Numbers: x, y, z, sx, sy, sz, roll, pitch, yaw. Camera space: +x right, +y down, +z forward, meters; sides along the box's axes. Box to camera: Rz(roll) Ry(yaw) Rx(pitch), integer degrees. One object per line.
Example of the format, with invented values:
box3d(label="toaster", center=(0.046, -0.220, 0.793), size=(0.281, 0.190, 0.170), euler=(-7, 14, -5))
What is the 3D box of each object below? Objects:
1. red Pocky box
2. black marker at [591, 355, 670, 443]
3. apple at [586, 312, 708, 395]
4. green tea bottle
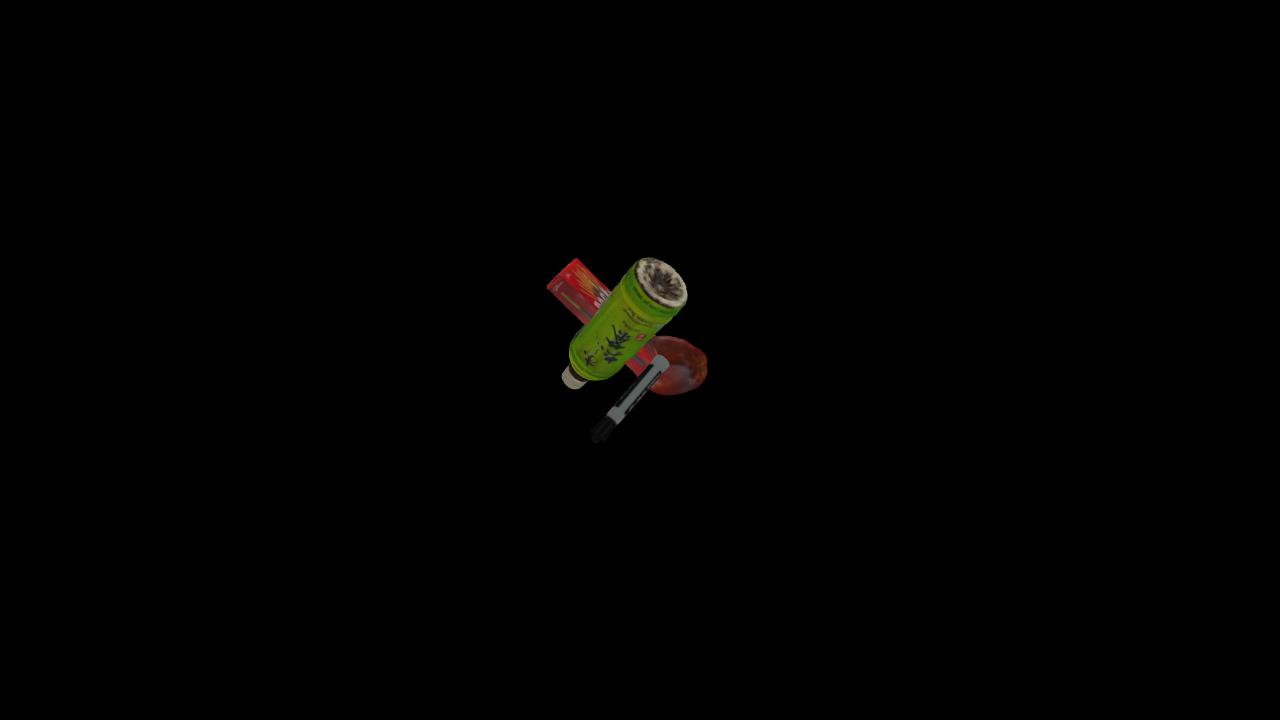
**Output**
box3d(label="red Pocky box", center=(-0.038, -0.051, 0.732), size=(0.028, 0.155, 0.083), euler=(-42, 12, 22))
box3d(label="black marker", center=(-0.011, 0.042, 0.660), size=(0.121, 0.020, 0.020), euler=(-48, 24, -23))
box3d(label="apple", center=(0.037, 0.008, 0.765), size=(0.093, 0.079, 0.079), euler=(2, 1, 33))
box3d(label="green tea bottle", center=(-0.031, -0.030, 0.712), size=(0.073, 0.073, 0.212), euler=(0, -29, -37))
